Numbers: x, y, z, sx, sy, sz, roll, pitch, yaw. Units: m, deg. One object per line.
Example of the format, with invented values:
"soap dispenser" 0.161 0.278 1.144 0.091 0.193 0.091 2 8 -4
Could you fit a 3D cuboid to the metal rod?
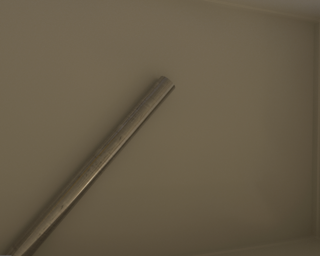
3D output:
"metal rod" -0.083 0.051 0.380 0.025 0.025 0.300 44 76 -15
